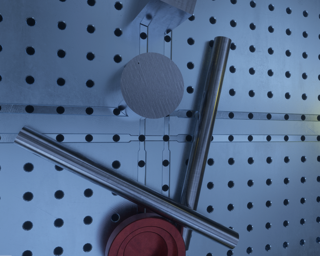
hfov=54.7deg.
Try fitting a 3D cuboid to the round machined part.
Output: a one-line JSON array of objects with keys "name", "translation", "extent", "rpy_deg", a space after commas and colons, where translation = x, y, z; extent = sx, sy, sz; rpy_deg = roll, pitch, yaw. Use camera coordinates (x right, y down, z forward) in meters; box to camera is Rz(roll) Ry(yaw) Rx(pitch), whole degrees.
[{"name": "round machined part", "translation": [-0.020, 0.156, 0.395], "extent": [0.099, 0.042, 0.097], "rpy_deg": [0, 91, -17]}]

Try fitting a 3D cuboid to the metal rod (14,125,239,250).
[{"name": "metal rod", "translation": [-0.031, 0.079, 0.384], "extent": [0.301, 0.025, 0.025], "rpy_deg": [29, 80, -12]}]

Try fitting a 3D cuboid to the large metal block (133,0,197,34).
[{"name": "large metal block", "translation": [0.011, -0.175, 0.388], "extent": [0.050, 0.080, 0.080], "rpy_deg": [17, 84, -20]}]

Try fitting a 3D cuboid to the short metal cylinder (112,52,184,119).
[{"name": "short metal cylinder", "translation": [-0.016, -0.051, 0.394], "extent": [0.081, 0.050, 0.079], "rpy_deg": [0, 90, -20]}]

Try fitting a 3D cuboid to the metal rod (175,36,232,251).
[{"name": "metal rod", "translation": [0.059, 0.018, 0.435], "extent": [0.025, 0.025, 0.298], "rpy_deg": [14, 85, -20]}]
